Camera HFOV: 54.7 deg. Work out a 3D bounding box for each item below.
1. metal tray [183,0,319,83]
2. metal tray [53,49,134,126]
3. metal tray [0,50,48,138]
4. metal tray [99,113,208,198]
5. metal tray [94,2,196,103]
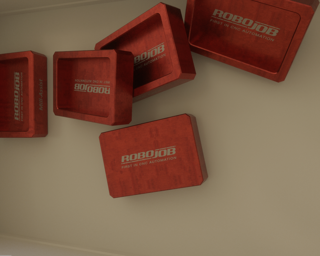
[{"bbox_3d":[0.093,-0.115,0.347,0.130,0.030,0.089,25,139,17],"label":"metal tray"},{"bbox_3d":[-0.093,-0.056,0.411,0.130,0.030,0.089,10,101,38],"label":"metal tray"},{"bbox_3d":[-0.223,-0.050,0.484,0.090,0.030,0.129,-1,90,19],"label":"metal tray"},{"bbox_3d":[-0.010,0.038,0.411,0.130,0.030,0.089,-13,86,19],"label":"metal tray"},{"bbox_3d":[-0.024,-0.086,0.391,0.130,0.030,0.090,-16,84,40],"label":"metal tray"}]
